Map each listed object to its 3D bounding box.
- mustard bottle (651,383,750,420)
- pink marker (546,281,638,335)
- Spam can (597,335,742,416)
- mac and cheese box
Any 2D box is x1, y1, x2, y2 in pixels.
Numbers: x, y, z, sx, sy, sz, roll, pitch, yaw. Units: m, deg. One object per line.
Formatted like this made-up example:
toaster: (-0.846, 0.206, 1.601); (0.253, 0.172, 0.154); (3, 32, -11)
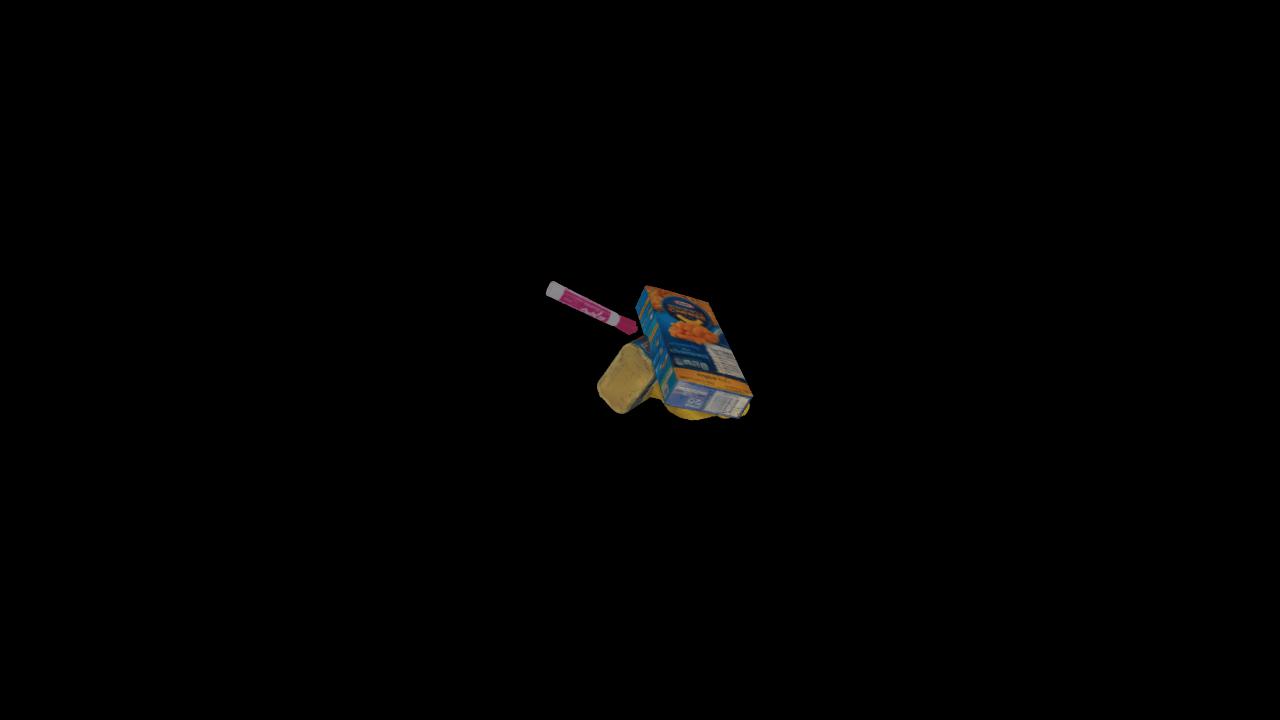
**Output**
mustard bottle: (0.060, 0.024, 0.720); (0.092, 0.054, 0.184); (-41, 37, -17)
pink marker: (-0.055, -0.060, 0.733); (0.121, 0.020, 0.020); (25, -11, -25)
Spam can: (0.006, 0.011, 0.738); (0.085, 0.058, 0.101); (-30, -18, -47)
mac and cheese box: (0.056, -0.014, 0.701); (0.093, 0.041, 0.184); (12, 34, -21)
